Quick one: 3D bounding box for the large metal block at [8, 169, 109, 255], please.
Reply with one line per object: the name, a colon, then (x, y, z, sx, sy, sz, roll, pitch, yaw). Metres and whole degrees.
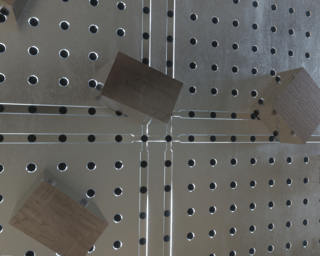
large metal block: (-0.111, 0.094, 0.343, 0.080, 0.080, 0.050, 40, 77, -16)

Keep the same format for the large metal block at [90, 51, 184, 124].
large metal block: (-0.031, -0.043, 0.372, 0.080, 0.080, 0.050, 23, 82, -19)

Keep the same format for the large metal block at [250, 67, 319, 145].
large metal block: (0.200, -0.032, 0.472, 0.080, 0.050, 0.080, 45, 76, -15)

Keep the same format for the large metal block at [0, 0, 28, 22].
large metal block: (-0.178, -0.178, 0.333, 0.080, 0.050, 0.080, 27, 81, -18)
